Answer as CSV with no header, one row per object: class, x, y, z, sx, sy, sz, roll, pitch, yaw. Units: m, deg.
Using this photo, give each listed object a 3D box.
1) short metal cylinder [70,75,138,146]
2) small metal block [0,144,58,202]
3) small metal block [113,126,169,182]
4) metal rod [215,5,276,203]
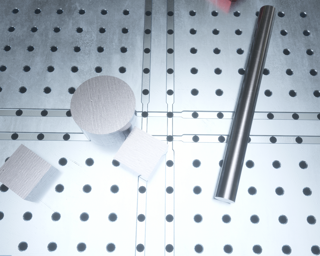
short metal cylinder,-0.070,-0.021,0.406,0.081,0.050,0.080,0,70,0
small metal block,-0.168,0.056,0.390,0.050,0.025,0.050,33,73,11
small metal block,-0.024,0.034,0.399,0.050,0.025,0.050,29,73,10
metal rod,0.123,-0.046,0.429,0.025,0.025,0.299,16,71,6
